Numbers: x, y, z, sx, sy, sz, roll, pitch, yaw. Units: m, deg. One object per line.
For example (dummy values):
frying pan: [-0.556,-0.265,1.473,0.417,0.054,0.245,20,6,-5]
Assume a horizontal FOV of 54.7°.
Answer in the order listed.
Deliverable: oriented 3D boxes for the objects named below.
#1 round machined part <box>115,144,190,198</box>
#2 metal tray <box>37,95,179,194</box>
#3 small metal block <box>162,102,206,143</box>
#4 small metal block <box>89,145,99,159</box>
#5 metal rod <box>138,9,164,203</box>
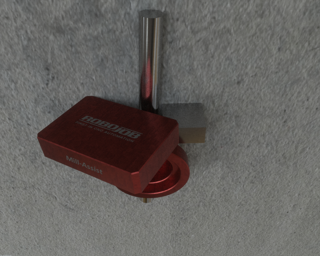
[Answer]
round machined part: [-0.013,0.046,0.400,0.099,0.042,0.097,-2,134,-2]
metal tray: [-0.056,0.012,0.345,0.130,0.090,0.030,17,133,24]
small metal block: [0.029,-0.007,0.387,0.050,0.050,0.025,-1,130,0]
small metal block: [-0.073,0.016,0.405,0.050,0.050,0.025,-15,129,12]
metal rod: [-0.015,-0.002,0.407,0.025,0.025,0.298,2,130,-2]
